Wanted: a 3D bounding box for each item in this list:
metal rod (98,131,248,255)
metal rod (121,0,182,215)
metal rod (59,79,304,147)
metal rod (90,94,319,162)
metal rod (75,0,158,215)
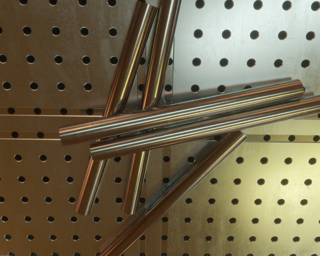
[{"bbox_3d":[0.009,0.108,0.453,0.025,0.025,0.299,40,105,-14],"label":"metal rod"},{"bbox_3d":[-0.016,-0.017,0.406,0.025,0.025,0.298,11,110,-4],"label":"metal rod"},{"bbox_3d":[0.030,-0.020,0.384,0.302,0.025,0.025,-12,110,-5],"label":"metal rod"},{"bbox_3d":[0.063,-0.001,0.396,0.302,0.025,0.025,-12,110,-3],"label":"metal rod"},{"bbox_3d":[-0.064,-0.012,0.408,0.025,0.025,0.298,18,109,-7],"label":"metal rod"}]
